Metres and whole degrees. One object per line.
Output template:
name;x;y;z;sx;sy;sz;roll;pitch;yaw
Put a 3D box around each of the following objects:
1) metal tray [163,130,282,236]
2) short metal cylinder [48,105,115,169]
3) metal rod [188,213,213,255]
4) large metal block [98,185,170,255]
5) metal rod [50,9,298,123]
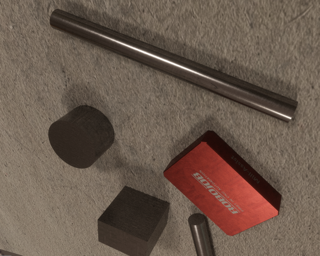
metal tray;0.080;0.076;0.407;0.130;0.030;0.090;43;129;-3
short metal cylinder;-0.115;0.013;0.457;0.080;0.050;0.079;13;124;20
metal rod;0.088;0.266;0.524;0.025;0.025;0.298;0;119;28
large metal block;-0.039;0.146;0.481;0.080;0.080;0.050;18;125;17
metal rod;0.004;-0.076;0.355;0.301;0.025;0.025;24;127;12
